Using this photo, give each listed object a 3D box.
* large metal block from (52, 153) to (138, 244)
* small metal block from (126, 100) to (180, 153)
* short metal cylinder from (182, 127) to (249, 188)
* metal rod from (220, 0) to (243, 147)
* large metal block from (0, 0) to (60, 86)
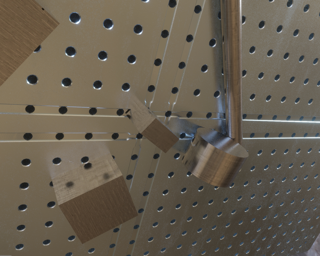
[{"bbox_3d":[-0.084,0.092,0.408,0.081,0.050,0.080,-24,128,-14],"label":"large metal block"},{"bbox_3d":[-0.009,-0.002,0.390,0.025,0.050,0.050,-46,130,4],"label":"small metal block"},{"bbox_3d":[0.079,0.041,0.446,0.081,0.080,0.050,12,112,-34],"label":"short metal cylinder"},{"bbox_3d":[0.097,-0.083,0.414,0.025,0.025,0.298,-23,127,-15],"label":"metal rod"},{"bbox_3d":[-0.147,-0.092,0.258,0.080,0.050,0.080,-46,130,3],"label":"large metal block"}]
